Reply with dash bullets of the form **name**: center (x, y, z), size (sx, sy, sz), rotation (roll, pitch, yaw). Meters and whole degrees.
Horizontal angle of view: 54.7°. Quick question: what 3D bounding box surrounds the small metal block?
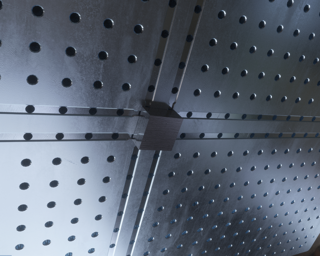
- **small metal block**: center (-0.003, 0.002, 0.412), size (0.050, 0.025, 0.050), rotation (5, 116, -31)
